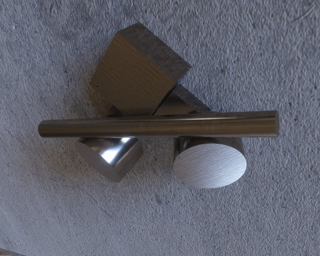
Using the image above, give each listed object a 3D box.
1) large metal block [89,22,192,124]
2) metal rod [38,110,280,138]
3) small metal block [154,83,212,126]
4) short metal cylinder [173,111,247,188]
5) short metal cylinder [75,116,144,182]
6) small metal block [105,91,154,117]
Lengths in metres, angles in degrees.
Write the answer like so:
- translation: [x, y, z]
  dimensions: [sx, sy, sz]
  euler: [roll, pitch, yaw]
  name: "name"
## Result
- translation: [-0.024, -0.062, 0.364]
  dimensions: [0.080, 0.050, 0.080]
  euler: [41, 129, 0]
  name: "large metal block"
- translation: [-0.025, -0.001, 0.354]
  dimensions: [0.300, 0.025, 0.025]
  euler: [-1, 118, 28]
  name: "metal rod"
- translation: [0.026, -0.018, 0.383]
  dimensions: [0.050, 0.025, 0.050]
  euler: [40, 129, 1]
  name: "small metal block"
- translation: [0.056, 0.027, 0.361]
  dimensions: [0.080, 0.050, 0.080]
  euler: [1, 135, 2]
  name: "short metal cylinder"
- translation: [-0.070, 0.030, 0.429]
  dimensions: [0.080, 0.050, 0.080]
  euler: [31, 153, 19]
  name: "short metal cylinder"
- translation: [-0.038, -0.020, 0.416]
  dimensions: [0.050, 0.025, 0.050]
  euler: [40, 128, 1]
  name: "small metal block"
